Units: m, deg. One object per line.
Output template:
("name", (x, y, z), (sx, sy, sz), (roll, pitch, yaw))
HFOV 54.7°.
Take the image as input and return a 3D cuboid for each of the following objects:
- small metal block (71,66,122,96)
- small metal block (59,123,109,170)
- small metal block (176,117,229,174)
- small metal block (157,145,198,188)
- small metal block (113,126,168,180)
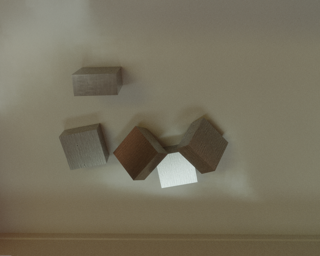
("small metal block", (-0.074, -0.058, 0.376), (0.050, 0.050, 0.025), (-1, 110, 0))
("small metal block", (-0.101, 0.025, 0.419), (0.050, 0.025, 0.050), (-11, 110, 3))
("small metal block", (0.056, 0.023, 0.405), (0.050, 0.050, 0.025), (44, 144, -15))
("small metal block", (0.022, 0.052, 0.431), (0.050, 0.025, 0.050), (-10, 110, 3))
("small metal block", (-0.026, 0.033, 0.409), (0.050, 0.025, 0.050), (-49, 62, 15))
